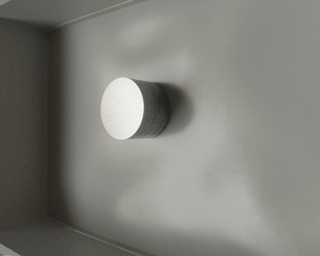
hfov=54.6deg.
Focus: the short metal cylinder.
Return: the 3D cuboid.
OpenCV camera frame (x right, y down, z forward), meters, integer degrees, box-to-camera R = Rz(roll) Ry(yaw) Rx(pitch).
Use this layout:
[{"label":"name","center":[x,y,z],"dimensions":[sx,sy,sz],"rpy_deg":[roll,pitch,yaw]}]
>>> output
[{"label":"short metal cylinder","center":[-0.034,-0.025,0.417],"dimensions":[0.080,0.050,0.080],"rpy_deg":[0,90,40]}]
